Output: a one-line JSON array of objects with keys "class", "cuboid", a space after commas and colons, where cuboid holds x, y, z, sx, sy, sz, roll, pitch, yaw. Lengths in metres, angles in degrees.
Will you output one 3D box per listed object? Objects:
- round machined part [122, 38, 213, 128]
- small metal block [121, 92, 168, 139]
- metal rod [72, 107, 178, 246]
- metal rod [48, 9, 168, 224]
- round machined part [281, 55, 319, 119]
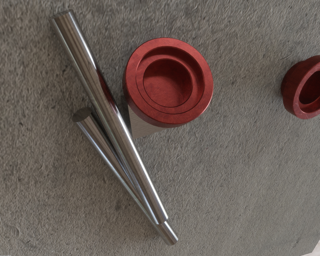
[{"class": "round machined part", "cuboid": [0.006, -0.047, 0.349, 0.099, 0.042, 0.098, 3, 78, -15]}, {"class": "small metal block", "cuboid": [-0.018, -0.019, 0.385, 0.050, 0.025, 0.050, -18, 126, -18]}, {"class": "metal rod", "cuboid": [-0.034, 0.088, 0.442, 0.025, 0.025, 0.299, -33, 129, -7]}, {"class": "metal rod", "cuboid": [-0.047, 0.011, 0.369, 0.025, 0.025, 0.299, -28, 123, -11]}, {"class": "round machined part", "cuboid": [0.229, -0.066, 0.480, 0.099, 0.042, 0.097, -14, 124, -21]}]
